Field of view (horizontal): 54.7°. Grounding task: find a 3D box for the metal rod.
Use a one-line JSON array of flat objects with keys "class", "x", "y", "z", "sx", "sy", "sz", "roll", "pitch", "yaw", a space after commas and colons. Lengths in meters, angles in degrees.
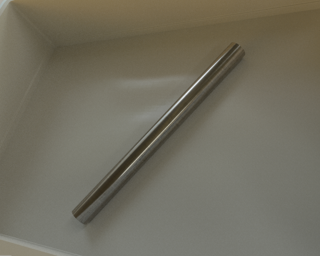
[{"class": "metal rod", "x": 0.002, "y": 0.003, "z": 0.401, "sx": 0.300, "sy": 0.025, "sz": 0.025, "roll": -47, "pitch": 52, "yaw": -5}]
